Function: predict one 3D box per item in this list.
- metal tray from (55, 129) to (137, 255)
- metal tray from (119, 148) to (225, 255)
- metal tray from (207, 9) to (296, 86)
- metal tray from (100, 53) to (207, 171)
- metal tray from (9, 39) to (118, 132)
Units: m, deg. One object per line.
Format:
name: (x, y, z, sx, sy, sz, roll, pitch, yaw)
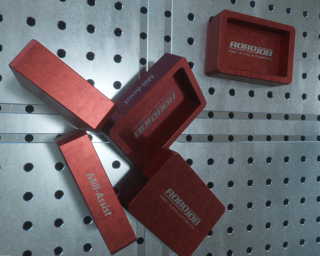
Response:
metal tray: (-0.076, 0.066, 0.350, 0.030, 0.090, 0.129, -26, 99, -18)
metal tray: (0.020, 0.100, 0.402, 0.090, 0.030, 0.130, -48, 120, -14)
metal tray: (0.138, -0.116, 0.462, 0.131, 0.030, 0.089, 5, 88, -20)
metal tray: (-0.005, -0.018, 0.387, 0.130, 0.030, 0.090, -47, 135, -14)
metal tray: (-0.101, -0.035, 0.320, 0.090, 0.130, 0.030, 39, 78, -16)
